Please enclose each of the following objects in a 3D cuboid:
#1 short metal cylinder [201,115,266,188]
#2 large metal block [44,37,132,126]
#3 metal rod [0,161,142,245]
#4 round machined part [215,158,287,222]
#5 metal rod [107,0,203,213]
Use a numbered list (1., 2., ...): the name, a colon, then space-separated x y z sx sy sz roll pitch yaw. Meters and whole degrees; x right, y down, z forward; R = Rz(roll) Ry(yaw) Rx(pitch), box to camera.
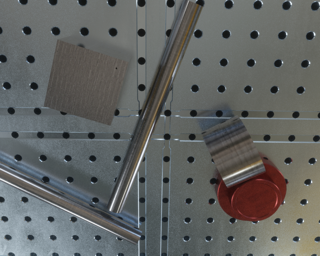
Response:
1. short metal cylinder: 0.093 0.030 0.397 0.050 0.080 0.080 -26 108 9
2. large metal block: -0.086 -0.058 0.377 0.080 0.050 0.079 17 109 -7
3. metal rod: -0.162 0.094 0.445 0.301 0.025 0.025 29 107 -11
4. round machined part: 0.131 0.093 0.441 0.099 0.042 0.097 0 110 -1
5. metal rod: -0.014 -0.014 0.407 0.025 0.025 0.298 19 109 -7
